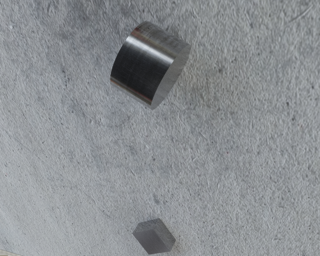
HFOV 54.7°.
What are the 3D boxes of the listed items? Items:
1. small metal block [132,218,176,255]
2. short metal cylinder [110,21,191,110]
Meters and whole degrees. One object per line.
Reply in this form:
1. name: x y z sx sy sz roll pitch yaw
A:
1. small metal block: -0.010 0.184 0.524 0.050 0.025 0.050 -26 105 36
2. short metal cylinder: -0.009 -0.066 0.334 0.050 0.080 0.079 32 128 7
